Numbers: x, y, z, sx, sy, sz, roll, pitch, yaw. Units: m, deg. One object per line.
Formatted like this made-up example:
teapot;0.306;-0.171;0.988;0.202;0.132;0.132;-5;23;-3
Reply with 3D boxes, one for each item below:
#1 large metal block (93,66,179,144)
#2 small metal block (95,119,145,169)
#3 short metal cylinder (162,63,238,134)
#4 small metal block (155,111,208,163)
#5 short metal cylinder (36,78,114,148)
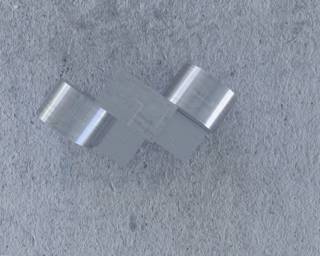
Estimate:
large metal block;-0.027;-0.026;0.384;0.080;0.080;0.050;35;90;-1
small metal block;-0.052;0.017;0.411;0.050;0.025;0.050;35;90;0
short metal cylinder;0.048;-0.036;0.384;0.080;0.080;0.050;35;90;0
small metal block;0.027;0.011;0.412;0.050;0.025;0.050;35;90;0
short metal cylinder;-0.102;-0.018;0.383;0.080;0.080;0.050;35;90;0
